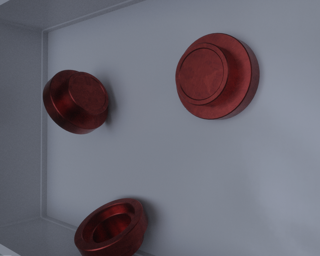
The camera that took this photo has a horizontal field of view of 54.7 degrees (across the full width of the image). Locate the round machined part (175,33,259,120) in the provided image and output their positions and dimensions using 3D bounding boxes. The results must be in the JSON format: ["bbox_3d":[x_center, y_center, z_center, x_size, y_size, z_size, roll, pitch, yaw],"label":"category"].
[{"bbox_3d":[0.056,-0.058,0.349,0.098,0.042,0.097,0,90,40],"label":"round machined part"}]

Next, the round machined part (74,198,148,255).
[{"bbox_3d":[-0.061,0.143,0.419,0.098,0.099,0.042,-5,116,40],"label":"round machined part"}]

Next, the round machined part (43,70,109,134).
[{"bbox_3d":[-0.115,-0.043,0.455,0.042,0.099,0.098,-29,72,36],"label":"round machined part"}]
